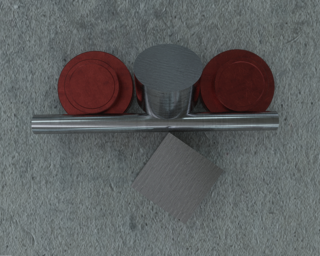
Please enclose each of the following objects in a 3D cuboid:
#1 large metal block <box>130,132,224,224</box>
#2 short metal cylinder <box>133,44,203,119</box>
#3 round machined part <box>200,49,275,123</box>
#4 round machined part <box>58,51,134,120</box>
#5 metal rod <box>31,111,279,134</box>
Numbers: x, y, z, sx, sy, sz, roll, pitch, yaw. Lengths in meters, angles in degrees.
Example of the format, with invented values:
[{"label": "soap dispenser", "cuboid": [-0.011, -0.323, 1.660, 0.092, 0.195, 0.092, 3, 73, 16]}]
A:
[{"label": "large metal block", "cuboid": [0.021, 0.060, 0.397, 0.080, 0.050, 0.080, 35, 90, 0]}, {"label": "short metal cylinder", "cuboid": [0.010, -0.057, 0.380, 0.080, 0.050, 0.080, 0, 55, 0]}, {"label": "round machined part", "cuboid": [0.101, -0.054, 0.404, 0.099, 0.042, 0.097, 0, 90, 0]}, {"label": "round machined part", "cuboid": [-0.084, -0.052, 0.401, 0.099, 0.042, 0.097, 0, 90, 0]}, {"label": "metal rod", "cuboid": [-0.005, -0.007, 0.390, 0.302, 0.025, 0.025, -1, 90, 0]}]
